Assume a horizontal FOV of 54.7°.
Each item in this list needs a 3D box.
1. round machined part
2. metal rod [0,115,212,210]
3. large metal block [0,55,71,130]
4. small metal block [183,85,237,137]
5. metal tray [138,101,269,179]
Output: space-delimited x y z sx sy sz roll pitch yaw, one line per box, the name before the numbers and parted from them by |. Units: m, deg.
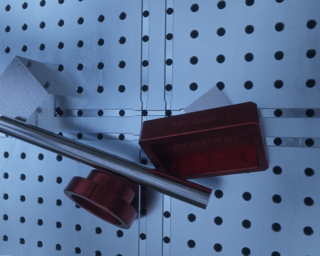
round machined part | -0.073 0.090 0.409 0.098 0.098 0.042 20 61 18
metal rod | -0.082 0.038 0.394 0.301 0.025 0.025 18 96 15
large metal block | -0.198 -0.048 0.467 0.080 0.050 0.080 -46 76 14
small metal block | 0.066 -0.017 0.389 0.050 0.025 0.050 -37 78 15
metal tray | 0.052 0.021 0.360 0.130 0.090 0.030 -10 47 19
